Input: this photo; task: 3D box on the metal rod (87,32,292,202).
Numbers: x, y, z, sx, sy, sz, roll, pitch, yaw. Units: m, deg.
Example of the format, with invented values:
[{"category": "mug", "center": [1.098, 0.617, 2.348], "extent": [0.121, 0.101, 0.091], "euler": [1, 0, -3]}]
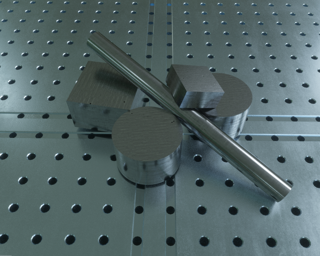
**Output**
[{"category": "metal rod", "center": [0.026, -0.021, 0.375], "extent": [0.300, 0.025, 0.025], "euler": [40, 60, 12]}]

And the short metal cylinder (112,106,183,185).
[{"category": "short metal cylinder", "center": [-0.014, 0.020, 0.369], "extent": [0.081, 0.050, 0.080], "euler": [0, 50, 0]}]

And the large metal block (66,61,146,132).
[{"category": "large metal block", "center": [-0.068, -0.042, 0.419], "extent": [0.080, 0.050, 0.080], "euler": [9, 51, 7]}]

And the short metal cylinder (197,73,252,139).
[{"category": "short metal cylinder", "center": [0.076, -0.028, 0.411], "extent": [0.081, 0.050, 0.080], "euler": [0, 50, 0]}]

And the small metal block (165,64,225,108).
[{"category": "small metal block", "center": [0.041, -0.050, 0.371], "extent": [0.050, 0.025, 0.050], "euler": [-2, 47, -25]}]
